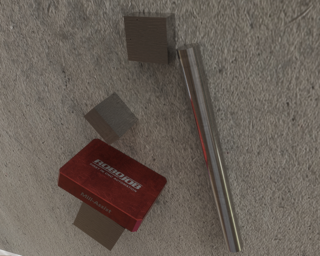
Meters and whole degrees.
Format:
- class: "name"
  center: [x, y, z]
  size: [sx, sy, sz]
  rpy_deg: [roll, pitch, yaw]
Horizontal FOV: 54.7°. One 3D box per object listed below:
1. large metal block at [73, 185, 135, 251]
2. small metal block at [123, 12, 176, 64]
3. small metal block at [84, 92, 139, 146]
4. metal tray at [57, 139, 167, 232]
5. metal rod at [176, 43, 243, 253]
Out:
- class: "large metal block"
  center: [-0.093, 0.151, 0.531]
  size: [0.080, 0.050, 0.079]
  rpy_deg: [34, 129, 5]
- class: "small metal block"
  center: [-0.010, -0.102, 0.348]
  size: [0.050, 0.025, 0.050]
  rpy_deg: [10, 123, 22]
- class: "small metal block"
  center: [-0.064, -0.013, 0.415]
  size: [0.025, 0.050, 0.050]
  rpy_deg: [-33, 100, 38]
- class: "metal tray"
  center: [-0.066, 0.077, 0.445]
  size: [0.130, 0.090, 0.030]
  rpy_deg: [29, 128, 9]
- class: "metal rod"
  center: [0.070, 0.042, 0.395]
  size: [0.025, 0.025, 0.298]
  rpy_deg: [-3, 117, 29]
